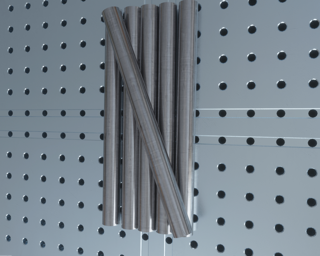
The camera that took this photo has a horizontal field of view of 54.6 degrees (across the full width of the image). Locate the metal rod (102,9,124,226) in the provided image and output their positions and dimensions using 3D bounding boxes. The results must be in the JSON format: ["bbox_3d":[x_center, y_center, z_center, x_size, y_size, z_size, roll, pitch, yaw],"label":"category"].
[{"bbox_3d":[-0.066,-0.015,0.435,0.025,0.025,0.298,1,90,20],"label":"metal rod"}]

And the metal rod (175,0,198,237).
[{"bbox_3d":[0.034,-0.012,0.402,0.025,0.025,0.298,1,90,20],"label":"metal rod"}]

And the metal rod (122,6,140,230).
[{"bbox_3d":[-0.038,-0.013,0.426,0.025,0.025,0.298,1,90,20],"label":"metal rod"}]

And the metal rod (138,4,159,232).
[{"bbox_3d":[-0.016,-0.013,0.417,0.025,0.025,0.298,1,90,20],"label":"metal rod"}]

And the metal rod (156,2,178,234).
[{"bbox_3d":[0.009,-0.012,0.410,0.025,0.025,0.298,1,90,20],"label":"metal rod"}]

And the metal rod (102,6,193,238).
[{"bbox_3d":[-0.018,-0.012,0.393,0.025,0.025,0.299,-20,83,19],"label":"metal rod"}]
